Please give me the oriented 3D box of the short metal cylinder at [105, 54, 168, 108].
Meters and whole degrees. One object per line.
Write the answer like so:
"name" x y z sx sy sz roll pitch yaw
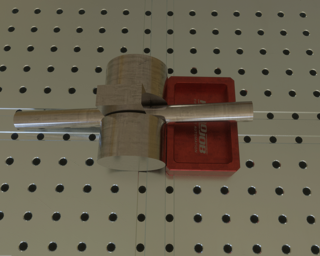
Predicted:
"short metal cylinder" -0.030 -0.052 0.399 0.081 0.080 0.050 1 70 0

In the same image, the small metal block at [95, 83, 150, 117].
"small metal block" -0.041 -0.028 0.358 0.050 0.050 0.025 -2 70 8

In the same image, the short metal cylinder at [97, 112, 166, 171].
"short metal cylinder" -0.033 0.019 0.375 0.081 0.080 0.050 1 70 0

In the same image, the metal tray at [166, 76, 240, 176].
"metal tray" 0.054 -0.004 0.411 0.091 0.030 0.130 1 70 0

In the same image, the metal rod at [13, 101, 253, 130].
"metal rod" -0.039 -0.015 0.392 0.301 0.025 0.025 -2 70 8
